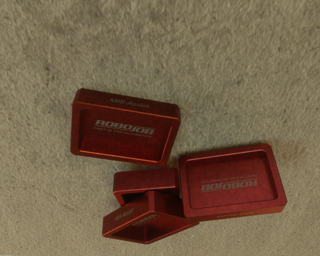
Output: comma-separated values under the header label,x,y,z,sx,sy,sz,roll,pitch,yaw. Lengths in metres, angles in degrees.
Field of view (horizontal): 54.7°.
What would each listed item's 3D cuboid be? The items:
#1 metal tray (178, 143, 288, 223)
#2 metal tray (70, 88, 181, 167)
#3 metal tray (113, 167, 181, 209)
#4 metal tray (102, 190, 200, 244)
label,x,y,z,sx,sy,sz,roll,pitch,yaw
metal tray,0.095,0.075,0.426,0.131,0.090,0.030,-9,147,6
metal tray,-0.047,0.003,0.405,0.131,0.030,0.089,9,130,-8
metal tray,-0.013,0.107,0.475,0.091,0.030,0.129,-5,144,4
metal tray,-0.016,0.139,0.467,0.091,0.030,0.129,24,137,-31
